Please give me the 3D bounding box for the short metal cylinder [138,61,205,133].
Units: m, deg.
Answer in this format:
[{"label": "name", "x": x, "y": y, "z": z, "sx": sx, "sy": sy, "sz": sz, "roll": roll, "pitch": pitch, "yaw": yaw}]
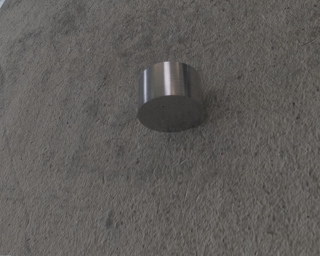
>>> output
[{"label": "short metal cylinder", "x": 0.013, "y": -0.036, "z": 0.385, "sx": 0.080, "sy": 0.080, "sz": 0.050, "roll": -15, "pitch": 56, "yaw": 20}]
